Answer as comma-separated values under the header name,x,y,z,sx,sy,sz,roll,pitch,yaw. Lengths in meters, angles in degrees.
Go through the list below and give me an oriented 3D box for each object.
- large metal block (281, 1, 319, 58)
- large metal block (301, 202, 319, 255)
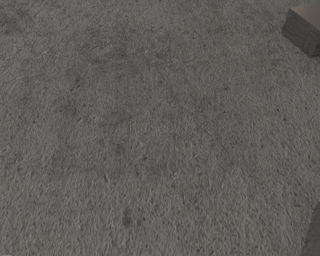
name,x,y,z,sx,sy,sz,roll,pitch,yaw
large metal block,0.274,-0.173,0.534,0.081,0.050,0.080,-18,52,-15
large metal block,0.186,0.115,0.291,0.080,0.050,0.080,24,54,18
